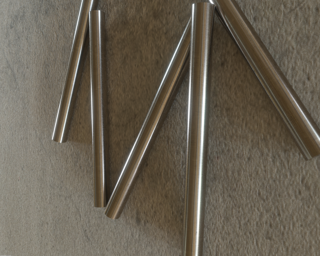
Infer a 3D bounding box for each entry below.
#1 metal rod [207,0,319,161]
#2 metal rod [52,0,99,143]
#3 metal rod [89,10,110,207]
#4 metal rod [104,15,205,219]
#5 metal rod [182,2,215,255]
[{"bbox_3d":[0.086,-0.104,0.332,0.025,0.025,0.299,-38,67,33],"label":"metal rod"},{"bbox_3d":[-0.136,-0.118,0.514,0.025,0.025,0.298,27,106,36],"label":"metal rod"},{"bbox_3d":[-0.093,-0.030,0.479,0.025,0.025,0.298,-3,88,39],"label":"metal rod"},{"bbox_3d":[-0.012,-0.001,0.412,0.025,0.025,0.298,38,113,33],"label":"metal rod"},{"bbox_3d":[0.043,0.014,0.355,0.025,0.025,0.298,7,98,39],"label":"metal rod"}]
